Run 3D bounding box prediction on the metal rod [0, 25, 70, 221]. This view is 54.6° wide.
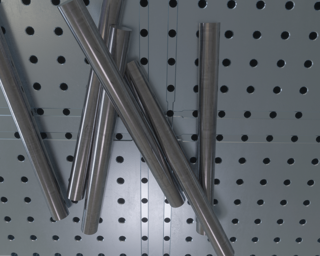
[{"bbox_3d":[-0.177,-0.008,0.409,0.025,0.025,0.298,-11,110,4],"label":"metal rod"}]

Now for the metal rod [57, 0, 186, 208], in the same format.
[{"bbox_3d":[-0.031,-0.007,0.375,0.025,0.025,0.299,-22,122,8],"label":"metal rod"}]

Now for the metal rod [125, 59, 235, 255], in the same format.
[{"bbox_3d":[0.027,0.050,0.413,0.025,0.025,0.299,-26,102,9],"label":"metal rod"}]

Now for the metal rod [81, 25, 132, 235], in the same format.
[{"bbox_3d":[-0.075,0.020,0.407,0.025,0.025,0.298,12,114,-4],"label":"metal rod"}]

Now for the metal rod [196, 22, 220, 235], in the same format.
[{"bbox_3d":[0.063,0.015,0.419,0.025,0.025,0.298,-2,110,0],"label":"metal rod"}]

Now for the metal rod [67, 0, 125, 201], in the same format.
[{"bbox_3d":[-0.084,-0.038,0.398,0.025,0.025,0.298,14,110,-5],"label":"metal rod"}]
